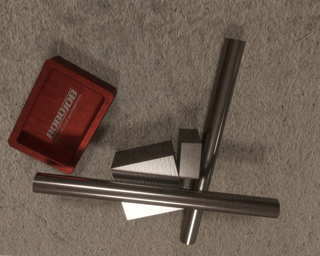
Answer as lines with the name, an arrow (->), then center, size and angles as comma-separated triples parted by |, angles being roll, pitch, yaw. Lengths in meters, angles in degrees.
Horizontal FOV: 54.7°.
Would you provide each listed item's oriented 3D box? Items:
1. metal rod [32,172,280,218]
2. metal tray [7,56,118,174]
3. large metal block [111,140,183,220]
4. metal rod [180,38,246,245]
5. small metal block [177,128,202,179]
metal rod -> -0.002, 0.085, 0.387 | 0.302, 0.025, 0.025 | 7, 110, -3
metal tray -> -0.125, -0.015, 0.399 | 0.090, 0.030, 0.129 | 29, 107, -11
large metal block -> -0.014, 0.070, 0.422 | 0.080, 0.050, 0.079 | -13, 110, 4
metal rod -> 0.066, 0.032, 0.422 | 0.025, 0.025, 0.298 | 9, 110, -4
small metal block -> 0.038, 0.033, 0.409 | 0.025, 0.050, 0.050 | 2, 110, -1
